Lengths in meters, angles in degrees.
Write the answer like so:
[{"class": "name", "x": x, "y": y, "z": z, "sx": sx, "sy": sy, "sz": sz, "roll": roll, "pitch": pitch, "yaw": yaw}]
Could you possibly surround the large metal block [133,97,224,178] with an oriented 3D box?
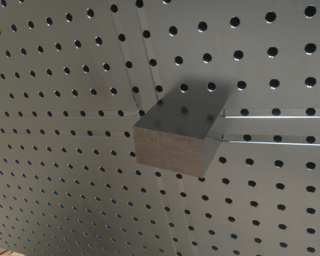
[{"class": "large metal block", "x": 0.025, "y": 0.007, "z": 0.366, "sx": 0.080, "sy": 0.080, "sz": 0.050, "roll": 10, "pitch": 123, "yaw": 22}]
